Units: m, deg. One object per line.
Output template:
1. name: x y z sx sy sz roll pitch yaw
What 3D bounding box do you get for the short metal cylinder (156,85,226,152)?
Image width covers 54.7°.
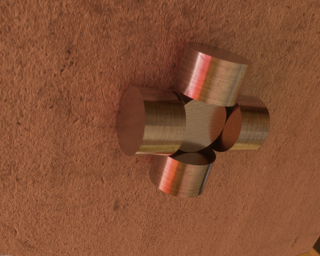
1. short metal cylinder: 0.039 -0.015 0.406 0.081 0.050 0.079 -14 125 -21

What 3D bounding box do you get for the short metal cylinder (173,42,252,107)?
1. short metal cylinder: 0.061 -0.065 0.366 0.081 0.080 0.050 1 118 -30

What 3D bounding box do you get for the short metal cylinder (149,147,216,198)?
1. short metal cylinder: 0.030 0.049 0.421 0.081 0.080 0.050 0 118 -29

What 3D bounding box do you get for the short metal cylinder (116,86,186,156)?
1. short metal cylinder: -0.013 -0.007 0.363 0.050 0.080 0.079 2 118 -30

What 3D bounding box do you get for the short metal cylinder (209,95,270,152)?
1. short metal cylinder: 0.102 -0.007 0.427 0.050 0.080 0.079 2 118 -30
